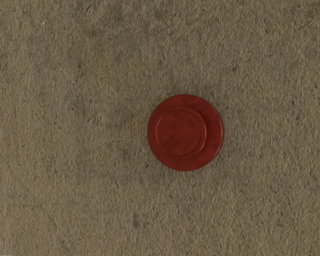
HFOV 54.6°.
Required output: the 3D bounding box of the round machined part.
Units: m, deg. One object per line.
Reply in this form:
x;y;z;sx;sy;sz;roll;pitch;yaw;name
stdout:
0.029;0.006;0.390;0.098;0.042;0.097;0;90;20;round machined part
